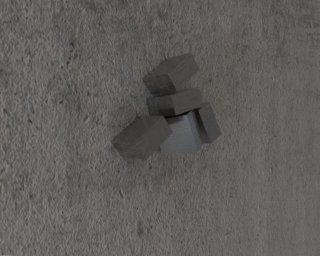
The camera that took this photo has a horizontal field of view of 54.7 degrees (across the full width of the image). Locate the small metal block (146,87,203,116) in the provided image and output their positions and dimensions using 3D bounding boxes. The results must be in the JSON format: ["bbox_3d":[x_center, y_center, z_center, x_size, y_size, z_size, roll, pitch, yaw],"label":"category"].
[{"bbox_3d":[0.019,-0.034,0.403,0.050,0.050,0.025,-21,103,-38],"label":"small metal block"}]

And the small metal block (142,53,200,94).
[{"bbox_3d":[0.014,-0.070,0.400,0.050,0.050,0.025,-46,118,-30],"label":"small metal block"}]

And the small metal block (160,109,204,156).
[{"bbox_3d":[0.023,0.006,0.404,0.025,0.050,0.050,-43,119,-57],"label":"small metal block"}]

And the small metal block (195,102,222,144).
[{"bbox_3d":[0.051,-0.007,0.431,0.025,0.050,0.050,-37,113,-34],"label":"small metal block"}]

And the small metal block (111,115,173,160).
[{"bbox_3d":[-0.022,0.010,0.370,0.050,0.050,0.025,-45,117,-31],"label":"small metal block"}]
